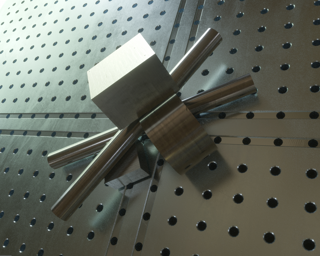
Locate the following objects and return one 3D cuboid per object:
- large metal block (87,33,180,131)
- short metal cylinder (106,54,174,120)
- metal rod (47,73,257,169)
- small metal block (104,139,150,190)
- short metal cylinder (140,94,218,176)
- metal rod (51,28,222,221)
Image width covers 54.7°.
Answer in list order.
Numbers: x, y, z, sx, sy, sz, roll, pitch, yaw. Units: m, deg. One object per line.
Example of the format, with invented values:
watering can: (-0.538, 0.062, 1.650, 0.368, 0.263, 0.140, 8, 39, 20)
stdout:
large metal block: (-0.034, -0.056, 0.359, 0.080, 0.050, 0.080, -35, 34, 6)
short metal cylinder: (-0.028, -0.057, 0.437, 0.080, 0.050, 0.080, -13, 56, 21)
metal rod: (-0.022, -0.003, 0.417, 0.301, 0.025, 0.025, -21, 54, 15)
small metal block: (-0.046, 0.044, 0.400, 0.050, 0.025, 0.050, -25, 53, 13)
short metal cylinder: (0.021, 0.007, 0.353, 0.050, 0.080, 0.080, -38, 51, 4)
metal rod: (-0.024, -0.010, 0.391, 0.025, 0.025, 0.300, 35, 80, 38)
